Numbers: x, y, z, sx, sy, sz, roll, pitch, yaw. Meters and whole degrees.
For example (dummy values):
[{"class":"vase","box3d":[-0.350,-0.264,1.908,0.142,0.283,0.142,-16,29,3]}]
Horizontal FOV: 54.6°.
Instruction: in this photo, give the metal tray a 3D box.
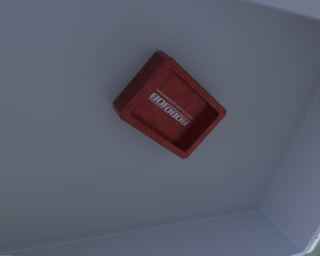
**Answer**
[{"class":"metal tray","box3d":[0.017,-0.024,0.398,0.090,0.030,0.130,-49,129,6]}]
